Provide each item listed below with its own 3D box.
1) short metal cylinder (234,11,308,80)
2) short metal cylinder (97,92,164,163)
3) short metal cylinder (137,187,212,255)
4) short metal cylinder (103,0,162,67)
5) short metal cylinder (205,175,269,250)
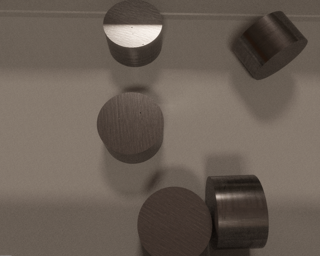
[{"bbox_3d":[0.150,-0.111,0.423,0.080,0.080,0.050,-28,73,-10],"label":"short metal cylinder"},{"bbox_3d":[-0.036,0.001,0.396,0.081,0.050,0.080,0,70,0],"label":"short metal cylinder"},{"bbox_3d":[0.016,0.111,0.356,0.081,0.050,0.080,0,70,0],"label":"short metal cylinder"},{"bbox_3d":[-0.037,-0.135,0.445,0.081,0.050,0.080,0,70,0],"label":"short metal cylinder"},{"bbox_3d":[0.082,0.093,0.347,0.050,0.080,0.080,-2,70,-1],"label":"short metal cylinder"}]
